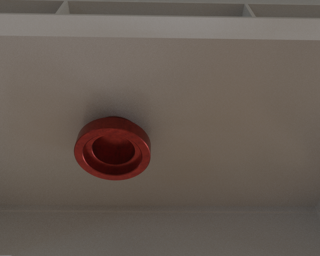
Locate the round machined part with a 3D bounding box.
[{"bbox_3d":[-0.061,0.023,0.417,0.099,0.042,0.097,0,130,0],"label":"round machined part"}]
